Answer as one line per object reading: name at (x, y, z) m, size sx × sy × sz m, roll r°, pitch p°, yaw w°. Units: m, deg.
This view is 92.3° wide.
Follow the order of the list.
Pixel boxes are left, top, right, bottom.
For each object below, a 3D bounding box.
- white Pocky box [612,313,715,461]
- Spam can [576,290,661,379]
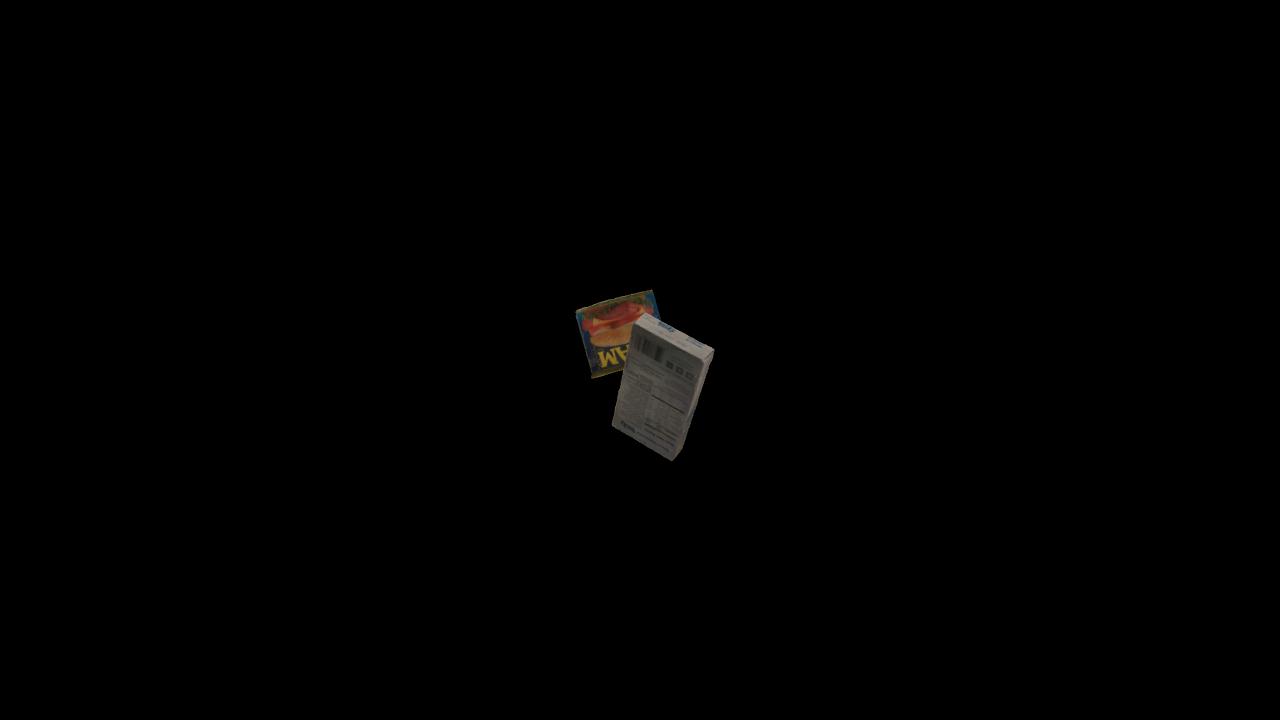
white Pocky box at (0.020, 0.032, 0.637) m, size 0.084 × 0.154 × 0.028 m, roll 29°, pitch 45°, yaw 17°
Spam can at (-0.020, -0.031, 0.743) m, size 0.101 × 0.085 × 0.058 m, roll -15°, pitch 0°, yaw -5°
